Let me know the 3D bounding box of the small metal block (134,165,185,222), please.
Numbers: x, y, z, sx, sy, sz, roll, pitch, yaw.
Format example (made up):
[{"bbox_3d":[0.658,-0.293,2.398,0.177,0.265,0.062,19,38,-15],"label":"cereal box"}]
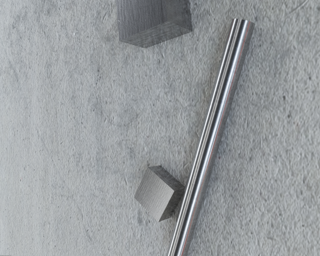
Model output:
[{"bbox_3d":[-0.001,0.085,0.406,0.050,0.025,0.050,38,113,33],"label":"small metal block"}]

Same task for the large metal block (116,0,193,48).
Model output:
[{"bbox_3d":[-0.009,-0.156,0.396,0.080,0.050,0.080,-8,85,39],"label":"large metal block"}]

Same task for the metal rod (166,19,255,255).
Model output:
[{"bbox_3d":[0.054,0.028,0.360,0.025,0.025,0.298,23,104,37],"label":"metal rod"}]
